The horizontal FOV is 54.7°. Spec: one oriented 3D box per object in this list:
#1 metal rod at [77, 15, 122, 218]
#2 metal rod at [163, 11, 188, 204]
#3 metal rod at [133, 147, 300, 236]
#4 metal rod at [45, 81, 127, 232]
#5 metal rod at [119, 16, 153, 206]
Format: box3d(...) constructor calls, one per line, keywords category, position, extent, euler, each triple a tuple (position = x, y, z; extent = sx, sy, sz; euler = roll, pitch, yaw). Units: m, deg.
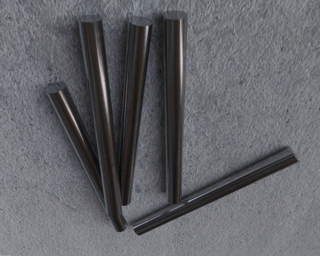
box3d(category="metal rod", position=(-0.071, 0.010, 0.400), extent=(0.025, 0.025, 0.298), euler=(0, 126, 0))
box3d(category="metal rod", position=(0.019, 0.000, 0.407), extent=(0.025, 0.025, 0.298), euler=(-1, 130, 1))
box3d(category="metal rod", position=(0.076, 0.110, 0.501), extent=(0.299, 0.025, 0.025), euler=(-32, 123, 24))
box3d(category="metal rod", position=(-0.096, 0.064, 0.460), extent=(0.025, 0.025, 0.298), euler=(-8, 130, 6))
box3d(category="metal rod", position=(-0.039, 0.004, 0.409), extent=(0.025, 0.025, 0.298), euler=(6, 130, -5))
